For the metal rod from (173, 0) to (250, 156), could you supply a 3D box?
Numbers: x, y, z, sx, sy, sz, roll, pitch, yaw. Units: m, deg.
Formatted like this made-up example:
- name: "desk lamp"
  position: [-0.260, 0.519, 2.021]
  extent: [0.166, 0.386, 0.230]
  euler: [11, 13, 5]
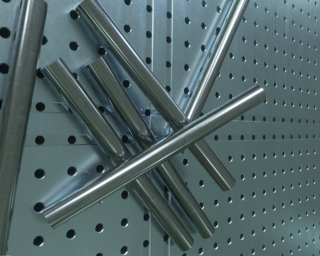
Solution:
- name: "metal rod"
  position: [0.080, -0.095, 0.474]
  extent: [0.025, 0.025, 0.300]
  euler: [39, 66, -33]

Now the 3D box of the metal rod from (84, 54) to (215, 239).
- name: "metal rod"
  position: [-0.002, 0.041, 0.406]
  extent: [0.025, 0.025, 0.299]
  euler: [-47, 118, -30]

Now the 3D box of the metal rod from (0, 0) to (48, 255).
- name: "metal rod"
  position: [-0.142, 0.024, 0.289]
  extent: [0.025, 0.025, 0.299]
  euler: [12, 82, -39]

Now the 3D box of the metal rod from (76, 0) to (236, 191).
- name: "metal rod"
  position: [0.007, -0.029, 0.389]
  extent: [0.300, 0.025, 0.025]
  euler: [51, 60, -20]

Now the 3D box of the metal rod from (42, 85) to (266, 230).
- name: "metal rod"
  position: [0.010, 0.023, 0.366]
  extent: [0.302, 0.025, 0.025]
  euler: [-29, 109, -20]

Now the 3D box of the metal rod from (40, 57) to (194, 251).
- name: "metal rod"
  position: [-0.037, 0.049, 0.376]
  extent: [0.025, 0.025, 0.299]
  euler: [-48, 118, -29]
